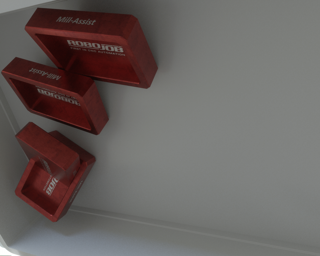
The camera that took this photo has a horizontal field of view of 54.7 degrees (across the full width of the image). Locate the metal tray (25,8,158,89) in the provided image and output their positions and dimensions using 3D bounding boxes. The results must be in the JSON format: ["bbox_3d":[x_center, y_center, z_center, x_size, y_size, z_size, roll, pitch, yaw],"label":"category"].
[{"bbox_3d":[-0.076,-0.091,0.360,0.130,0.030,0.090,12,157,21],"label":"metal tray"}]

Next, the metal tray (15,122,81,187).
[{"bbox_3d":[-0.172,0.051,0.495,0.090,0.030,0.129,33,153,6],"label":"metal tray"}]

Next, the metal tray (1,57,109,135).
[{"bbox_3d":[-0.143,-0.043,0.433,0.130,0.030,0.090,17,148,18],"label":"metal tray"}]

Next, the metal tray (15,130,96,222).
[{"bbox_3d":[-0.176,0.081,0.518,0.090,0.030,0.129,33,107,7],"label":"metal tray"}]
